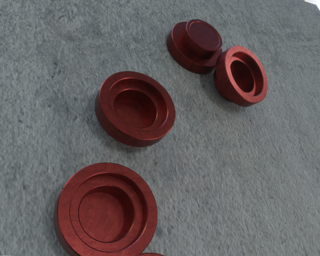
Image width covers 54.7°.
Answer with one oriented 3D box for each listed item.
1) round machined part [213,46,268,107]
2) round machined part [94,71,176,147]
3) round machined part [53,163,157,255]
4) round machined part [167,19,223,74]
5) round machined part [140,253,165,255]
[{"bbox_3d":[0.126,-0.080,0.503,0.099,0.042,0.098,13,67,-32],"label":"round machined part"},{"bbox_3d":[-0.034,-0.020,0.388,0.099,0.042,0.098,14,56,-21],"label":"round machined part"},{"bbox_3d":[-0.056,0.088,0.310,0.099,0.042,0.098,14,56,-21],"label":"round machined part"},{"bbox_3d":[0.064,-0.141,0.516,0.099,0.042,0.098,14,56,-21],"label":"round machined part"},{"bbox_3d":[-0.007,0.168,0.288,0.099,0.042,0.098,14,56,-21],"label":"round machined part"}]
